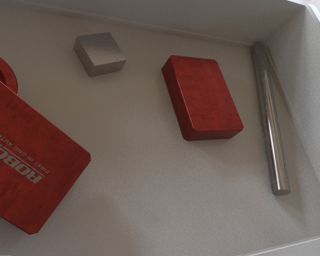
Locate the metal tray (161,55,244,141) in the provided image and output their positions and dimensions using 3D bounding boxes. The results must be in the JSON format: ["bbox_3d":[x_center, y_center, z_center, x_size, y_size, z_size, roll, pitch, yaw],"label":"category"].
[{"bbox_3d":[0.063,-0.046,0.467,0.091,0.030,0.130,-2,63,-29],"label":"metal tray"}]

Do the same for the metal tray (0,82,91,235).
[{"bbox_3d":[-0.140,0.022,0.279,0.130,0.030,0.090,44,61,-21],"label":"metal tray"}]

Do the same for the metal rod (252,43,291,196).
[{"bbox_3d":[0.184,-0.032,0.527,0.025,0.025,0.300,17,55,-19],"label":"metal rod"}]

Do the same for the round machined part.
[{"bbox_3d":[-0.197,-0.033,0.309,0.099,0.042,0.098,14,56,-21],"label":"round machined part"}]

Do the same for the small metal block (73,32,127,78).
[{"bbox_3d":[-0.082,-0.101,0.424,0.050,0.025,0.050,-21,73,-36],"label":"small metal block"}]
